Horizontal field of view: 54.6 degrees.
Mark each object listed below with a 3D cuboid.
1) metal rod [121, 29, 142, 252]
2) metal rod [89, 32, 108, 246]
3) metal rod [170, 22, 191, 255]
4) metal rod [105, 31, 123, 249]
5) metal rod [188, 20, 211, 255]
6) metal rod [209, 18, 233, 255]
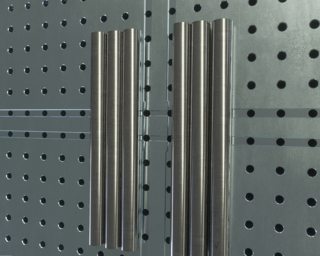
[{"bbox_3d":[-0.040,0.016,0.426,0.025,0.025,0.298,1,90,20],"label":"metal rod"},{"bbox_3d":[-0.088,0.015,0.444,0.025,0.025,0.298,1,90,20],"label":"metal rod"},{"bbox_3d":[0.027,0.016,0.403,0.025,0.025,0.298,1,90,20],"label":"metal rod"},{"bbox_3d":[-0.063,0.016,0.435,0.025,0.025,0.298,1,90,20],"label":"metal rod"},{"bbox_3d":[0.050,0.017,0.394,0.025,0.025,0.298,1,90,20],"label":"metal rod"},{"bbox_3d":[0.076,0.017,0.385,0.025,0.025,0.298,1,90,20],"label":"metal rod"}]
